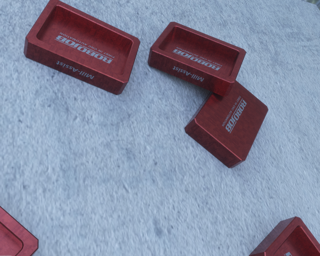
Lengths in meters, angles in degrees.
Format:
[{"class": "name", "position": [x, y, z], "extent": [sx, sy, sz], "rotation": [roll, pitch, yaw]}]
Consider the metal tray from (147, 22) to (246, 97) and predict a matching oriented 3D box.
[{"class": "metal tray", "position": [0.058, -0.109, 0.477], "extent": [0.130, 0.030, 0.090], "rotation": [24, 51, 6]}]

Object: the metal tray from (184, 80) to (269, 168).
[{"class": "metal tray", "position": [0.104, -0.014, 0.468], "extent": [0.090, 0.030, 0.131], "rotation": [40, 51, -2]}]

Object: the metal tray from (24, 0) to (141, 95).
[{"class": "metal tray", "position": [-0.099, -0.108, 0.414], "extent": [0.131, 0.030, 0.090], "rotation": [22, 53, -15]}]

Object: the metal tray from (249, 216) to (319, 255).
[{"class": "metal tray", "position": [0.181, 0.190, 0.384], "extent": [0.091, 0.030, 0.130], "rotation": [-26, 76, -37]}]

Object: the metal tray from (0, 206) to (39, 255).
[{"class": "metal tray", "position": [-0.179, 0.089, 0.249], "extent": [0.130, 0.030, 0.090], "rotation": [42, 51, 0]}]
